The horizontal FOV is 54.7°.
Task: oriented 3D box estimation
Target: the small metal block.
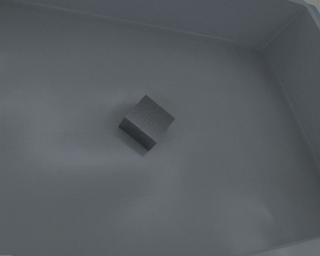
[{"bbox_3d":[-0.016,-0.007,0.403,0.050,0.025,0.050,39,51,-2],"label":"small metal block"}]
